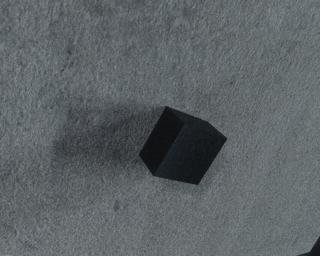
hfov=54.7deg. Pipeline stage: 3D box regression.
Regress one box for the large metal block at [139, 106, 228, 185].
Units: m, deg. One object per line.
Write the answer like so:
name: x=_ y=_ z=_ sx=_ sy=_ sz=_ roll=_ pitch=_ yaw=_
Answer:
large metal block: x=0.031 y=0.026 z=0.426 sx=0.081 sy=0.050 sz=0.080 roll=18 pitch=109 yaw=-36
